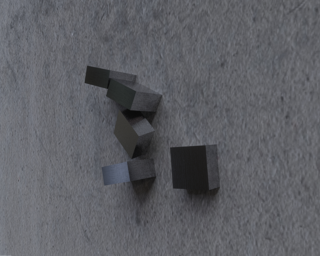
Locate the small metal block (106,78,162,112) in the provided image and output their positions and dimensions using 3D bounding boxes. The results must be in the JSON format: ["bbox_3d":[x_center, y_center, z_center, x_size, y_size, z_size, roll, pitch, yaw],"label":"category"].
[{"bbox_3d":[-0.035,-0.044,0.415,0.050,0.050,0.025,30,109,35],"label":"small metal block"}]

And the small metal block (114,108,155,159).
[{"bbox_3d":[-0.036,0.005,0.421,0.050,0.025,0.050,52,143,27],"label":"small metal block"}]

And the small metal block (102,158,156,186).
[{"bbox_3d":[-0.042,0.060,0.421,0.050,0.050,0.025,-16,80,38],"label":"small metal block"}]

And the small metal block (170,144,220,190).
[{"bbox_3d":[0.041,0.046,0.369,0.050,0.025,0.050,-7,86,39],"label":"small metal block"}]

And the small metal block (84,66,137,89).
[{"bbox_3d":[-0.071,-0.070,0.445,0.050,0.050,0.025,18,102,38],"label":"small metal block"}]
